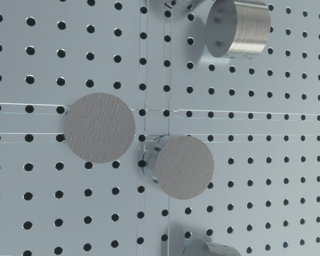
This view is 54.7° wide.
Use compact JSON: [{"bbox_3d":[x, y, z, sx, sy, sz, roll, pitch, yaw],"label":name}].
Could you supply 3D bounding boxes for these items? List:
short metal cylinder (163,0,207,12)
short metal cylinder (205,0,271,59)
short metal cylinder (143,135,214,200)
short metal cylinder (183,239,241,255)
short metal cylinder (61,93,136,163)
[{"bbox_3d":[0.039,-0.205,0.415,0.081,0.050,0.079,0,90,-20],"label":"short metal cylinder"},{"bbox_3d":[0.104,-0.136,0.423,0.050,0.080,0.079,-2,91,-20],"label":"short metal cylinder"},{"bbox_3d":[0.023,0.049,0.409,0.081,0.050,0.079,0,90,-21],"label":"short metal cylinder"},{"bbox_3d":[0.067,0.194,0.410,0.050,0.080,0.080,20,83,-19],"label":"short metal cylinder"},{"bbox_3d":[-0.075,0.000,0.372,0.081,0.050,0.079,0,90,-21],"label":"short metal cylinder"}]
